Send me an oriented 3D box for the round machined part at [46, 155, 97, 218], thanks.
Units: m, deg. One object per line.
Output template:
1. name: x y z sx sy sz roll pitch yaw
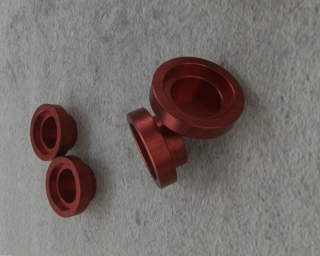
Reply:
1. round machined part: -0.142 0.093 0.508 0.098 0.042 0.097 0 90 39

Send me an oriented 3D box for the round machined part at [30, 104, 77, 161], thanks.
1. round machined part: -0.182 0.008 0.541 0.098 0.042 0.097 0 90 39

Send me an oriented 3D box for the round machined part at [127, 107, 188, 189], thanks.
1. round machined part: -0.001 0.019 0.371 0.042 0.098 0.098 -24 67 -10

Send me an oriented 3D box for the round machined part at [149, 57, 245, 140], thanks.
1. round machined part: 0.037 -0.028 0.335 0.098 0.099 0.042 56 151 25
